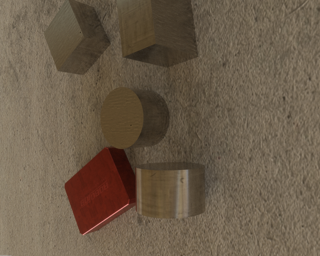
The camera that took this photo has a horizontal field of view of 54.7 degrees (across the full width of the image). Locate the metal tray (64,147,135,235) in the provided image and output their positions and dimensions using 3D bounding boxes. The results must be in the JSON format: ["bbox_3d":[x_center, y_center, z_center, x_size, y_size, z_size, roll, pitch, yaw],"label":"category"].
[{"bbox_3d":[-0.091,0.097,0.477,0.129,0.030,0.090,-40,66,32],"label":"metal tray"}]

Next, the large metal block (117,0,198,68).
[{"bbox_3d":[-0.002,-0.123,0.371,0.050,0.081,0.080,-11,83,39],"label":"large metal block"}]

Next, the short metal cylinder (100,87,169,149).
[{"bbox_3d":[-0.035,-0.013,0.417,0.080,0.050,0.080,0,90,40],"label":"short metal cylinder"}]

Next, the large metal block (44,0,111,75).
[{"bbox_3d":[-0.136,-0.145,0.501,0.080,0.050,0.080,-39,67,33],"label":"large metal block"}]

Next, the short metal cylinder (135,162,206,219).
[{"bbox_3d":[0.012,0.069,0.359,0.080,0.081,0.050,-1,89,40],"label":"short metal cylinder"}]
